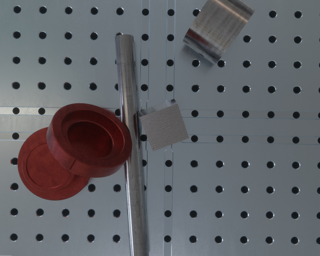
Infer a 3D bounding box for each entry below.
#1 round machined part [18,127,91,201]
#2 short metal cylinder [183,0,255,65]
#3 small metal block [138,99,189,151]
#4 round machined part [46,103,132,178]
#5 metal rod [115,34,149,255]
[{"bbox_3d":[-0.137,0.046,0.404,0.099,0.042,0.097,0,90,0],"label":"round machined part"},{"bbox_3d":[0.072,-0.126,0.386,0.050,0.080,0.080,36,90,0],"label":"short metal cylinder"},{"bbox_3d":[0.005,-0.004,0.405,0.050,0.025,0.050,-20,110,-1],"label":"small metal block"},{"bbox_3d":[-0.087,0.019,0.373,0.098,0.098,0.042,37,126,0],"label":"round machined part"},{"bbox_3d":[-0.037,0.028,0.413,0.025,0.025,0.298,-4,90,0],"label":"metal rod"}]
